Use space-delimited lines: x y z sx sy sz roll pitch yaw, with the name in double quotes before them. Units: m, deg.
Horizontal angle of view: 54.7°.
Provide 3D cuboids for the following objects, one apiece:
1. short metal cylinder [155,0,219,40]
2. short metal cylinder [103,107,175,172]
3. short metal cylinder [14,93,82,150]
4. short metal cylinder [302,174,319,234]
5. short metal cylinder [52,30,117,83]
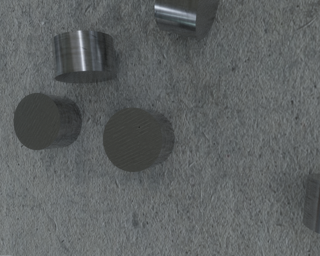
"short metal cylinder" 0.035 -0.151 0.367 0.050 0.080 0.080 20 97 19
"short metal cylinder" -0.026 0.014 0.405 0.080 0.050 0.080 0 90 20
"short metal cylinder" -0.163 -0.009 0.453 0.080 0.050 0.080 0 90 20
"short metal cylinder" 0.190 0.079 0.312 0.080 0.080 0.050 6 92 20
"short metal cylinder" -0.101 -0.092 0.415 0.080 0.080 0.050 -6 88 20
